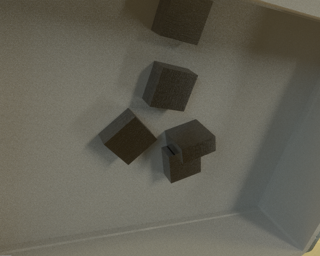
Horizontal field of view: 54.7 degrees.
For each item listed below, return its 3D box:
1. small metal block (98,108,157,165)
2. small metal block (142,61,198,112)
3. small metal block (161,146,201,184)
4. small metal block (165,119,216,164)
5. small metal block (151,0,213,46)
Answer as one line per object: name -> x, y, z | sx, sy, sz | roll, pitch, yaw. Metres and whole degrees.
small metal block -> -0.040, 0.011, 0.393 | 0.050, 0.025, 0.050 | -42, 130, 0
small metal block -> 0.012, -0.051, 0.384 | 0.050, 0.025, 0.050 | 6, 115, -31
small metal block -> 0.032, 0.047, 0.455 | 0.050, 0.025, 0.050 | -18, 126, -18
small metal block -> 0.041, 0.017, 0.425 | 0.050, 0.050, 0.025 | -20, 126, -17
small metal block -> 0.024, -0.125, 0.344 | 0.050, 0.025, 0.050 | 5, 116, -31
